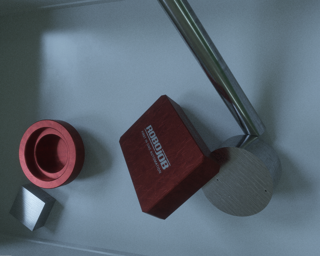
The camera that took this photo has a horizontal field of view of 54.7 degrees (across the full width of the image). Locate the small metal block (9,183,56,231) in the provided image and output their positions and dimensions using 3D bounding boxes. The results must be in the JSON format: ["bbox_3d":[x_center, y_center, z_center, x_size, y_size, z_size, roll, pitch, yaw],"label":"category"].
[{"bbox_3d":[-0.197,0.121,0.478,0.050,0.025,0.050,30,99,17],"label":"small metal block"}]

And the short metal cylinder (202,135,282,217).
[{"bbox_3d":[0.092,0.052,0.353,0.080,0.050,0.079,9,108,28],"label":"short metal cylinder"}]

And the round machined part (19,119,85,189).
[{"bbox_3d":[-0.152,0.036,0.453,0.098,0.042,0.097,0,90,19],"label":"round machined part"}]

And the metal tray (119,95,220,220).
[{"bbox_3d":[0.004,0.029,0.367,0.090,0.030,0.130,-45,39,14],"label":"metal tray"}]

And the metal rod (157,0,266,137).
[{"bbox_3d":[0.029,-0.108,0.323,0.025,0.025,0.300,-31,110,17],"label":"metal rod"}]
